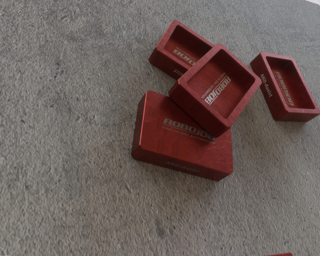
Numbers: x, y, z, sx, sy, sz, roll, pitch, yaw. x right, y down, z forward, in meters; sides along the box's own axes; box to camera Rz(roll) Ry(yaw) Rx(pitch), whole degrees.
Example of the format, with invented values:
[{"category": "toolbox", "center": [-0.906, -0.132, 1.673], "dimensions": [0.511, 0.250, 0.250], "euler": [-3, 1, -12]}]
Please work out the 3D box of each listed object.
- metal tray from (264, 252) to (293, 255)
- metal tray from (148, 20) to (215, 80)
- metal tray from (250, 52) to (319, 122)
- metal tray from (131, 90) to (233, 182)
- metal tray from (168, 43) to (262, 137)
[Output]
[{"category": "metal tray", "center": [0.060, 0.156, 0.295], "dimensions": [0.131, 0.089, 0.030], "euler": [5, 47, -26]}, {"category": "metal tray", "center": [0.057, -0.106, 0.495], "dimensions": [0.130, 0.030, 0.090], "euler": [31, 52, -8]}, {"category": "metal tray", "center": [0.228, -0.075, 0.568], "dimensions": [0.091, 0.030, 0.130], "euler": [1, 61, -28]}, {"category": "metal tray", "center": [0.033, 0.011, 0.411], "dimensions": [0.131, 0.030, 0.090], "euler": [17, 55, -18]}, {"category": "metal tray", "center": [0.082, -0.058, 0.440], "dimensions": [0.090, 0.030, 0.131], "euler": [43, 51, 1]}]
